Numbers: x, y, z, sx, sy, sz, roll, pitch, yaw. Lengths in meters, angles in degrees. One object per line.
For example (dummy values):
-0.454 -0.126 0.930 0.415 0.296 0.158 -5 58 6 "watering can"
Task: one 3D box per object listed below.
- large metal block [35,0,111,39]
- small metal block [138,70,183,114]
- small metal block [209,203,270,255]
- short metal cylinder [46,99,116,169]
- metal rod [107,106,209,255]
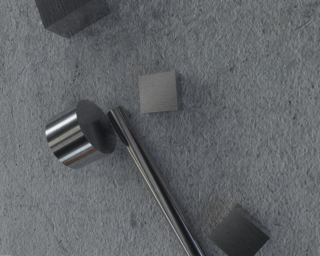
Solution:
-0.128 -0.187 0.439 0.080 0.050 0.080 -23 83 18 "large metal block"
0.001 -0.046 0.408 0.050 0.025 0.050 -5 89 19 "small metal block"
0.096 0.129 0.375 0.050 0.025 0.050 40 102 15 "small metal block"
-0.104 0.009 0.415 0.050 0.080 0.080 -27 81 18 "short metal cylinder"
0.013 0.103 0.403 0.025 0.025 0.299 -34 80 16 "metal rod"
